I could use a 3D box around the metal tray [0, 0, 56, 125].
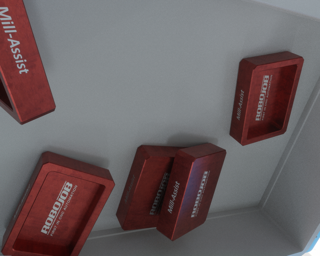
[{"bbox_3d":[-0.132,-0.076,0.243,0.030,0.090,0.129,-31,131,-32],"label":"metal tray"}]

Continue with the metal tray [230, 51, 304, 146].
[{"bbox_3d":[0.157,-0.043,0.464,0.091,0.030,0.129,-14,124,-21],"label":"metal tray"}]

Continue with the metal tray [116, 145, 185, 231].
[{"bbox_3d":[-0.004,0.089,0.458,0.091,0.030,0.129,5,116,-31],"label":"metal tray"}]

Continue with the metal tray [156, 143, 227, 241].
[{"bbox_3d":[0.047,0.091,0.456,0.091,0.030,0.129,-7,115,-50],"label":"metal tray"}]

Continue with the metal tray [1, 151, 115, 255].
[{"bbox_3d":[-0.125,0.102,0.383,0.091,0.030,0.129,23,100,-28],"label":"metal tray"}]
